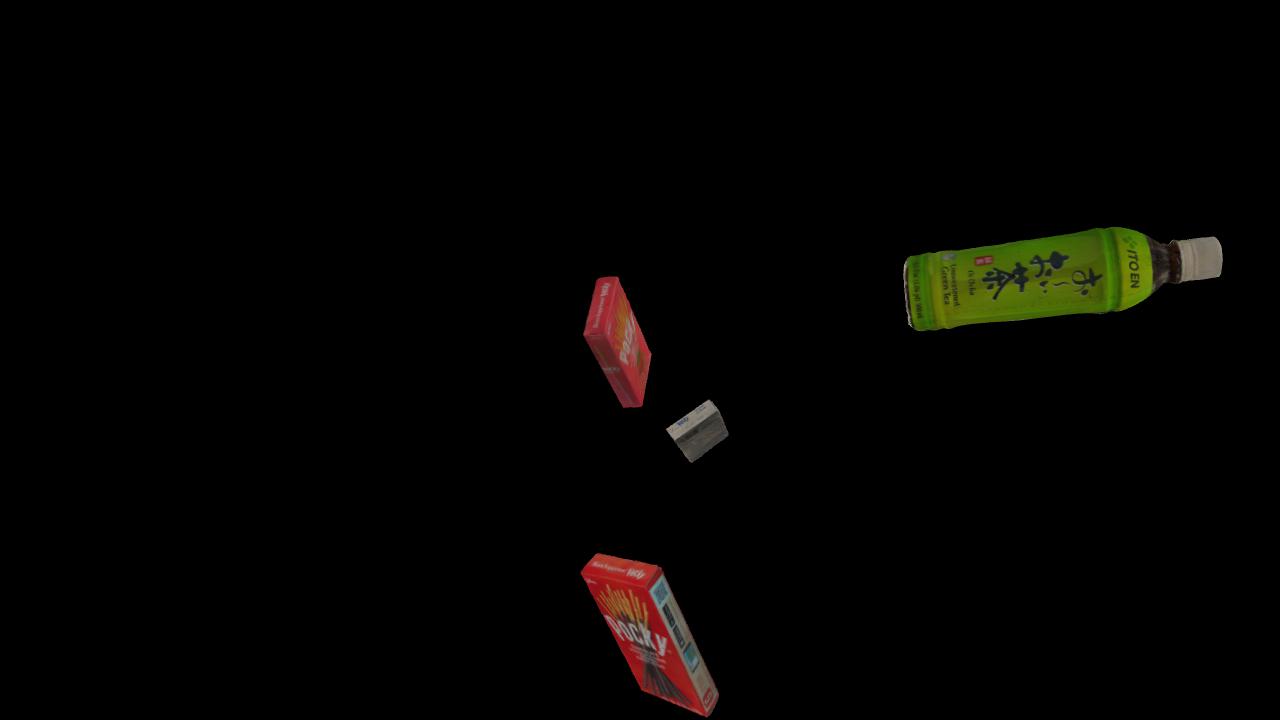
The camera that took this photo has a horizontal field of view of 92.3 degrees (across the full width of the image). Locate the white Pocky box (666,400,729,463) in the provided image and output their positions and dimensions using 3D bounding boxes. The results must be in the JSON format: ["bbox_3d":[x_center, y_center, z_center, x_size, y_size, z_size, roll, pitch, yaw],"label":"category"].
[{"bbox_3d":[0.096,0.117,0.992,0.084,0.028,0.154,-36,-25,-1],"label":"white Pocky box"}]

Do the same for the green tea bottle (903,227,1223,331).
[{"bbox_3d":[0.335,-0.067,0.506,0.212,0.073,0.073,-5,-2,29],"label":"green tea bottle"}]

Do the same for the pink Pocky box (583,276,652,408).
[{"bbox_3d":[-0.023,-0.017,0.730,0.029,0.084,0.155,-2,-36,18],"label":"pink Pocky box"}]

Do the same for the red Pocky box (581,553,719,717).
[{"bbox_3d":[0.009,0.247,0.556,0.083,0.155,0.028,-5,25,44],"label":"red Pocky box"}]
